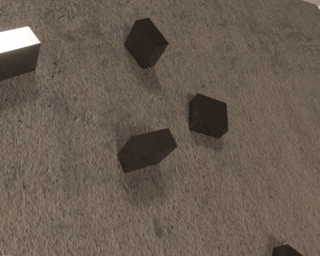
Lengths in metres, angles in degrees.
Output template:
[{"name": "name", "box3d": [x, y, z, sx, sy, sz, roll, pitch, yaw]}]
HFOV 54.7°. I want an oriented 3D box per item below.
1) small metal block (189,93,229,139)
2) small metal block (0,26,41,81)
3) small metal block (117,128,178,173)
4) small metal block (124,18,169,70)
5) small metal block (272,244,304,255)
[{"name": "small metal block", "box3d": [0.071, -0.017, 0.455, 0.050, 0.025, 0.050, 17, 55, -19]}, {"name": "small metal block", "box3d": [-0.167, -0.082, 0.348, 0.050, 0.050, 0.025, -31, 79, -38]}, {"name": "small metal block", "box3d": [-0.016, 0.027, 0.364, 0.050, 0.050, 0.025, -13, 69, -34]}, {"name": "small metal block", "box3d": [-0.021, -0.123, 0.453, 0.025, 0.050, 0.050, -28, 77, -38]}, {"name": "small metal block", "box3d": [0.164, 0.182, 0.383, 0.050, 0.025, 0.050, 37, 51, -4]}]
